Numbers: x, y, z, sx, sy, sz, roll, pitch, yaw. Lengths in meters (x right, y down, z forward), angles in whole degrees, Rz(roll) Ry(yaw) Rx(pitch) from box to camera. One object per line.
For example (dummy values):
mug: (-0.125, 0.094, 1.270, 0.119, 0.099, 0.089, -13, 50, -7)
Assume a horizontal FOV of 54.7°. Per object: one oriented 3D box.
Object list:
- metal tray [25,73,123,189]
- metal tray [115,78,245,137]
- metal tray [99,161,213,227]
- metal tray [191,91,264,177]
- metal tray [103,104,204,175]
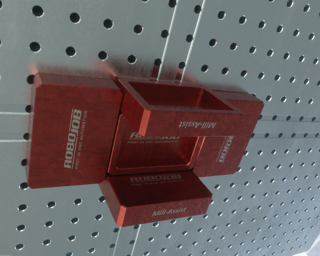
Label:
metal tray: (-0.101, 0.007, 0.357, 0.091, 0.030, 0.129, 1, 118, -29)
metal tray: (0.022, -0.025, 0.367, 0.131, 0.090, 0.030, 1, 118, -29)
metal tray: (-0.007, 0.081, 0.415, 0.131, 0.090, 0.030, 1, 118, -29)
metal tray: (0.093, 0.011, 0.466, 0.091, 0.030, 0.129, 0, 118, -30)
metal tray: (-0.005, 0.014, 0.413, 0.131, 0.030, 0.089, 1, 118, -29)
